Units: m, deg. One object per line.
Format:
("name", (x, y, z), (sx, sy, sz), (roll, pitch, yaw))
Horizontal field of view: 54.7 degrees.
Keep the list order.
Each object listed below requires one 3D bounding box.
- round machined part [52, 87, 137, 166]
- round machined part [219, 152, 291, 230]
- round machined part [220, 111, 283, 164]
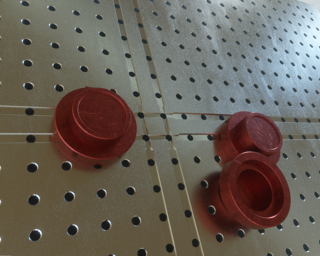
("round machined part", (-0.073, -0.008, 0.364), (0.099, 0.042, 0.098), (14, 56, -21))
("round machined part", (0.120, 0.084, 0.410), (0.099, 0.042, 0.098), (12, 60, -21))
("round machined part", (0.144, 0.015, 0.468), (0.099, 0.042, 0.098), (14, 56, -21))
